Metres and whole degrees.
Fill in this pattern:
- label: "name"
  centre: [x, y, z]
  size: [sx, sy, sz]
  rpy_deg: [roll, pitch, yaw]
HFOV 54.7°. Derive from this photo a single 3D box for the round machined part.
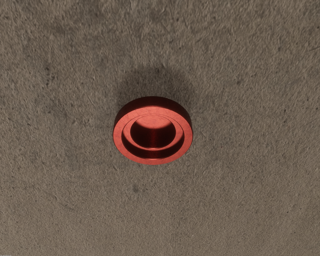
- label: "round machined part"
  centre: [-0.009, -0.001, 0.395]
  size: [0.099, 0.042, 0.097]
  rpy_deg: [-1, 130, 0]
